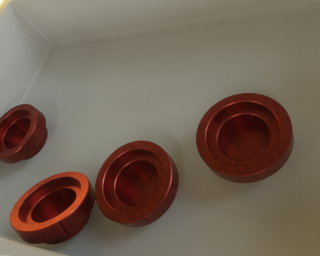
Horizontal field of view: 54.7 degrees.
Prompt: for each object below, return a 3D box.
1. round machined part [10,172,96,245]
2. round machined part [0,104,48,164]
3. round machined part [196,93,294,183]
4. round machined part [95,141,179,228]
[{"bbox_3d":[-0.125,0.102,0.380,0.098,0.042,0.098,-14,30,8],"label":"round machined part"},{"bbox_3d":[-0.224,0.013,0.501,0.098,0.042,0.098,-13,56,20],"label":"round machined part"},{"bbox_3d":[0.093,0.014,0.337,0.098,0.042,0.098,-13,56,20],"label":"round machined part"},{"bbox_3d":[-0.023,0.067,0.364,0.098,0.042,0.098,-13,56,20],"label":"round machined part"}]
